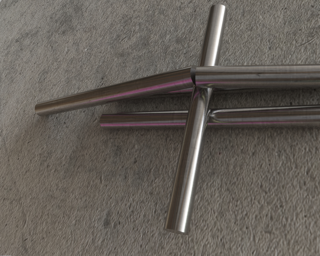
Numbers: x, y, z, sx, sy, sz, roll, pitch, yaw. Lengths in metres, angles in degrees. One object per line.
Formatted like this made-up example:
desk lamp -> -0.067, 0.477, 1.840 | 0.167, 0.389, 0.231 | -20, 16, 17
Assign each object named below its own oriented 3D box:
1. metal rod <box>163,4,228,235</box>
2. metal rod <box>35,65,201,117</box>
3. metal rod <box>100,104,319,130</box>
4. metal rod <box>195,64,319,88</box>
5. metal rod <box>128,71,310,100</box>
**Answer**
metal rod -> 0.048, -0.030, 0.365 | 0.025, 0.025, 0.300 | 0, 61, 28
metal rod -> -0.080, -0.046, 0.442 | 0.300, 0.025, 0.025 | -7, 58, 35
metal rod -> 0.054, -0.011, 0.382 | 0.300, 0.025, 0.025 | -1, 62, 27
metal rod -> 0.186, -0.052, 0.307 | 0.301, 0.025, 0.025 | 2, 62, 17
metal rod -> 0.066, -0.055, 0.403 | 0.300, 0.025, 0.025 | -1, 62, 27
